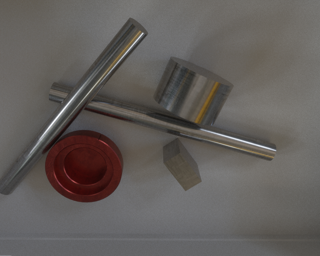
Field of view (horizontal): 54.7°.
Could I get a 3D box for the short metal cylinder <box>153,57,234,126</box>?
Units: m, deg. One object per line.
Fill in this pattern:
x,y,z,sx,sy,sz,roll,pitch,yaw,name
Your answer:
0.039,-0.044,0.366,0.080,0.080,0.050,22,109,-8,short metal cylinder

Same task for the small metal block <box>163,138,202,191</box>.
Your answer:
0.029,0.048,0.416,0.025,0.050,0.050,-33,107,11,small metal block

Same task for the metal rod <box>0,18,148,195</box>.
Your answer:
-0.121,-0.011,0.381,0.025,0.025,0.299,40,114,-14,metal rod

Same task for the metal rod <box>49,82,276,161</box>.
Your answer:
0.009,-0.007,0.409,0.302,0.025,0.025,15,109,-6,metal rod

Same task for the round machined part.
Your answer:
-0.099,0.047,0.418,0.099,0.042,0.097,0,110,-1,round machined part
